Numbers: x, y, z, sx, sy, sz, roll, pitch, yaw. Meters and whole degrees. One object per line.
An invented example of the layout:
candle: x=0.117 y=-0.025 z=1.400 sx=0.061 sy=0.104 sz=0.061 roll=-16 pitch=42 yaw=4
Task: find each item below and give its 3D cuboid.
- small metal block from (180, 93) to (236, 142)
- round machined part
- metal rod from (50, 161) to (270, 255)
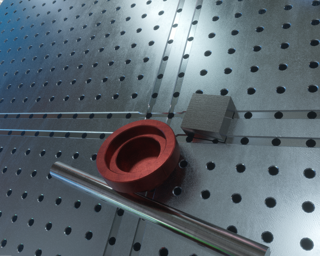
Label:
small metal block: x=0.060 y=-0.014 z=0.384 sx=0.050 sy=0.025 sz=0.050 roll=9 pitch=66 yaw=31
round machined part: x=-0.023 y=0.038 z=0.374 sx=0.098 sy=0.042 sz=0.098 roll=-13 pitch=41 yaw=12
metal rod: x=-0.026 y=0.090 z=0.364 sx=0.300 sy=0.025 sz=0.025 roll=14 pitch=69 yaw=33
